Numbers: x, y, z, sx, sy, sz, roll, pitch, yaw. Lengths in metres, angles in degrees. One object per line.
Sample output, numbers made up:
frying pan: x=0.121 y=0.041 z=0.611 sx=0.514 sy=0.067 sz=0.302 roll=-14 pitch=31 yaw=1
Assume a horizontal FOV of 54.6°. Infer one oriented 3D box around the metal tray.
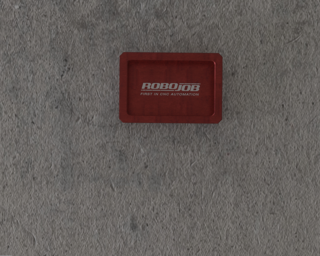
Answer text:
metal tray: x=0.014 y=-0.051 z=0.407 sx=0.131 sy=0.030 sz=0.090 roll=1 pitch=90 yaw=0
